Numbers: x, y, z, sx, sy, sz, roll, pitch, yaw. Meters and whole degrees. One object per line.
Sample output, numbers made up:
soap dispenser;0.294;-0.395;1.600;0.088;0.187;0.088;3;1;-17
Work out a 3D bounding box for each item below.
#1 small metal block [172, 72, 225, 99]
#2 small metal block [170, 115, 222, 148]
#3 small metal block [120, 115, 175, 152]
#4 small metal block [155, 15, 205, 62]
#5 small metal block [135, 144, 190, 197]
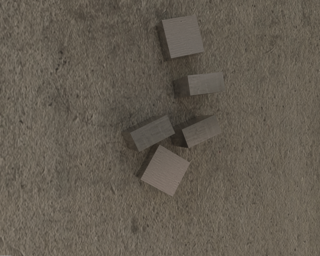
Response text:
small metal block;0.051;-0.056;0.414;0.050;0.050;0.025;-9;94;-20
small metal block;0.044;0.004;0.412;0.050;0.050;0.025;-24;98;-19
small metal block;-0.016;0.006;0.390;0.050;0.050;0.025;-27;99;-18
small metal block;0.027;-0.121;0.419;0.050;0.025;0.050;-16;96;-19
small metal block;0.004;0.055;0.410;0.050;0.025;0.050;32;80;-17
